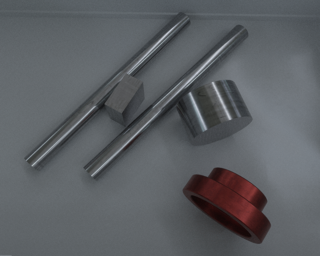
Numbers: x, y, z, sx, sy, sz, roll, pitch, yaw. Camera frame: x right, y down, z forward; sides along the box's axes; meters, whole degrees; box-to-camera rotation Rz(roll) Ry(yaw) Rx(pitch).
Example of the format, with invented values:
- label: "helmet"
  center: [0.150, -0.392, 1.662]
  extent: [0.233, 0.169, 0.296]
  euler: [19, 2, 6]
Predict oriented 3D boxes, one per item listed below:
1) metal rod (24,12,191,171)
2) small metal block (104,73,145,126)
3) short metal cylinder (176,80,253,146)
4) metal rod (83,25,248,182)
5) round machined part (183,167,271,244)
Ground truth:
- label: "metal rod"
  center: [-0.063, -0.059, 0.430]
  extent: [0.025, 0.025, 0.301]
  euler: [40, 74, 13]
- label: "small metal block"
  center: [-0.045, -0.036, 0.409]
  extent: [0.025, 0.050, 0.050]
  euler: [29, 72, 9]
- label: "short metal cylinder"
  center: [0.067, -0.017, 0.388]
  extent: [0.081, 0.080, 0.050]
  euler: [-18, 71, -7]
- label: "metal rod"
  center: [0.017, -0.043, 0.425]
  extent: [0.025, 0.025, 0.301]
  euler: [42, 75, 13]
- label: "round machined part"
  center: [0.077, 0.080, 0.343]
  extent: [0.098, 0.098, 0.042]
  euler: [34, 74, 11]
